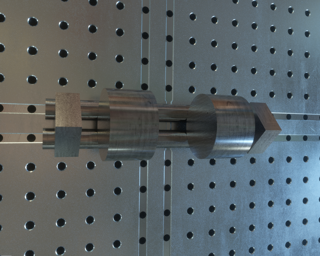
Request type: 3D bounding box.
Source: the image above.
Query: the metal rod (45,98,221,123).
[{"bbox_3d":[0.008,-0.020,0.415,0.302,0.025,0.025,1,90,-20],"label":"metal rod"}]

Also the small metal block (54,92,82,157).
[{"bbox_3d":[-0.101,-0.003,0.338,0.025,0.050,0.050,1,48,-20],"label":"small metal block"}]

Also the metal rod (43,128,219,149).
[{"bbox_3d":[0.005,0.015,0.414,0.302,0.025,0.025,1,90,-20],"label":"metal rod"}]

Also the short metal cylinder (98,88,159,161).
[{"bbox_3d":[-0.038,-0.003,0.346,0.050,0.080,0.079,1,90,-20],"label":"short metal cylinder"}]

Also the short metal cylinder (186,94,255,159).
[{"bbox_3d":[0.073,-0.002,0.387,0.050,0.080,0.079,1,90,-20],"label":"short metal cylinder"}]

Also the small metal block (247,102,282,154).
[{"bbox_3d":[0.132,0.000,0.424,0.025,0.050,0.050,1,49,-20],"label":"small metal block"}]
